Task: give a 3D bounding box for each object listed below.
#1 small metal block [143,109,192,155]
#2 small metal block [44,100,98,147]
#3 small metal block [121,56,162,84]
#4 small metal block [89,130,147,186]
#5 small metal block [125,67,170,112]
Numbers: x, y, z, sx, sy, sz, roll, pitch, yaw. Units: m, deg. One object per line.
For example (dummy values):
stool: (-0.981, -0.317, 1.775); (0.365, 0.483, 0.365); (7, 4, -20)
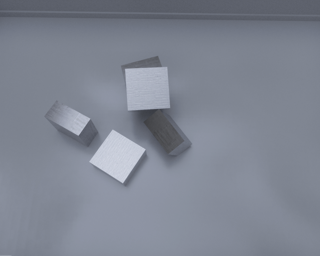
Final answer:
small metal block: (0.011, 0.007, 0.391); (0.025, 0.050, 0.050); (-40, 74, 8)
small metal block: (-0.112, -0.004, 0.397); (0.050, 0.050, 0.025); (28, 73, 10)
small metal block: (-0.023, -0.068, 0.421); (0.050, 0.050, 0.025); (-16, 70, -6)
small metal block: (-0.052, 0.038, 0.395); (0.050, 0.025, 0.050); (31, 73, 10)
small metal block: (-0.016, -0.046, 0.380); (0.050, 0.025, 0.050); (-4, 88, -6)
